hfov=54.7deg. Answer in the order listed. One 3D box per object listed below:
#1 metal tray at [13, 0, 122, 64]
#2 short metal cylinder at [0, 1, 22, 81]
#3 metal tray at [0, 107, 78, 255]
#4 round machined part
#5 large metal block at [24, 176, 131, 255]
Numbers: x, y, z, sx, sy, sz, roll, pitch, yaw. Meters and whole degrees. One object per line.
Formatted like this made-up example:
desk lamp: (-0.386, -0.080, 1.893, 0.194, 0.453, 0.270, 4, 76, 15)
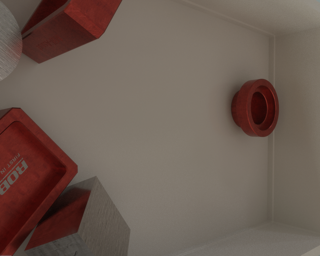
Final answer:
metal tray: (-0.077, -0.111, 0.275, 0.030, 0.130, 0.090, 36, 68, -35)
short metal cylinder: (-0.163, -0.070, 0.254, 0.081, 0.050, 0.079, 0, 90, -40)
metal tray: (-0.145, 0.056, 0.270, 0.090, 0.030, 0.130, 55, 51, -29)
round machined part: (0.160, -0.034, 0.533, 0.099, 0.042, 0.097, 0, 90, -40)
large metal block: (-0.073, 0.108, 0.303, 0.080, 0.050, 0.080, -90, 156, -65)
